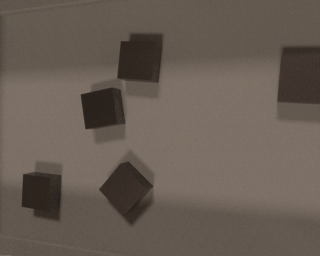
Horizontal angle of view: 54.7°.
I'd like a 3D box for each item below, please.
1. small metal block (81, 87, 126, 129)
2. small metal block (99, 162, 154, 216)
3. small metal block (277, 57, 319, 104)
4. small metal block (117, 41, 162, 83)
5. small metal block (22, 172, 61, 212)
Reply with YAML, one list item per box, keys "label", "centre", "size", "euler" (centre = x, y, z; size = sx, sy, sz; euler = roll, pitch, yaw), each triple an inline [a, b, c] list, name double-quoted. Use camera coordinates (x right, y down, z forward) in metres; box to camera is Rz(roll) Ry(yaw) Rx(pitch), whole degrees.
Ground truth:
- label: "small metal block"
  centre: [-0.080, -0.027, 0.438]
  size: [0.050, 0.025, 0.050]
  euler: [-9, 87, 19]
- label: "small metal block"
  centre: [-0.046, 0.083, 0.426]
  size: [0.050, 0.025, 0.050]
  euler: [43, 103, 14]
- label: "small metal block"
  centre: [0.163, -0.054, 0.353]
  size: [0.050, 0.025, 0.050]
  euler: [5, 92, 19]
- label: "small metal block"
  centre: [-0.027, -0.089, 0.419]
  size: [0.050, 0.025, 0.050]
  euler: [7, 92, 19]
- label: "small metal block"
  centre: [-0.181, 0.096, 0.472]
  size: [0.050, 0.025, 0.050]
  euler: [3, 91, 19]
